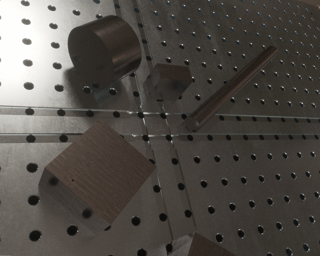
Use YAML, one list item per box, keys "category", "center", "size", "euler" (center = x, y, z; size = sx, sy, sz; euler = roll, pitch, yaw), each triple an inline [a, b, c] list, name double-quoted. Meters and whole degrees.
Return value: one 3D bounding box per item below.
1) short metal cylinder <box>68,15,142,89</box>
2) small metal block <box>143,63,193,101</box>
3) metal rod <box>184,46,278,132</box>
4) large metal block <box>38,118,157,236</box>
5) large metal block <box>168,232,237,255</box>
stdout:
- category: "short metal cylinder"
  center: [-0.070, -0.097, 0.395]
  size: [0.080, 0.080, 0.050]
  euler: [47, 51, 4]
- category: "small metal block"
  center: [0.010, -0.064, 0.438]
  size: [0.050, 0.050, 0.025]
  euler: [0, 62, -28]
- category: "metal rod"
  center: [0.135, -0.080, 0.532]
  size: [0.025, 0.025, 0.302]
  euler: [47, 51, 4]
- category: "large metal block"
  center: [-0.065, 0.051, 0.327]
  size: [0.080, 0.050, 0.080]
  euler: [42, 51, 0]
- category: "large metal block"
  center: [0.045, 0.167, 0.316]
  size: [0.080, 0.050, 0.080]
  euler: [32, 51, -8]
